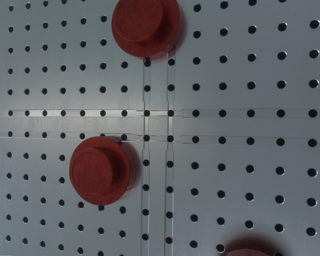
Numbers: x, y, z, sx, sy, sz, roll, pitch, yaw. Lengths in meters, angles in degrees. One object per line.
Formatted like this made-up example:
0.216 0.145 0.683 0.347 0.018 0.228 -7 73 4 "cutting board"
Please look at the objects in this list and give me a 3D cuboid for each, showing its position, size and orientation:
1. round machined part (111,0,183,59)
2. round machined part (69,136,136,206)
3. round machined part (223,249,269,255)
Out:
-0.022 -0.143 0.412 0.098 0.042 0.097 0 90 20 "round machined part"
-0.087 0.061 0.435 0.098 0.042 0.097 0 90 20 "round machined part"
0.107 0.191 0.366 0.098 0.042 0.097 0 90 20 "round machined part"
